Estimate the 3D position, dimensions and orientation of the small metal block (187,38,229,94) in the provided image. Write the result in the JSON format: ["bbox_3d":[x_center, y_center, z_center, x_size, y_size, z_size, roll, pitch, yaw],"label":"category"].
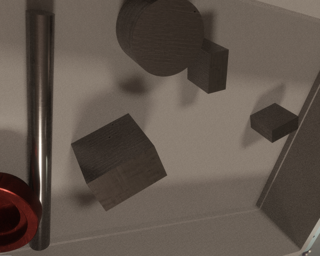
[{"bbox_3d":[0.057,-0.076,0.378,0.025,0.050,0.050,-16,125,-20],"label":"small metal block"}]

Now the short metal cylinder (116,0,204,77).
[{"bbox_3d":[-0.001,-0.101,0.331,0.081,0.050,0.079,-14,125,-21],"label":"short metal cylinder"}]

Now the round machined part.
[{"bbox_3d":[-0.181,0.088,0.341,0.099,0.042,0.097,-3,120,-5],"label":"round machined part"}]

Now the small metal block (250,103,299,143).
[{"bbox_3d":[0.179,-0.009,0.488,0.050,0.050,0.025,-26,128,-13],"label":"small metal block"}]

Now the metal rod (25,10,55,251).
[{"bbox_3d":[-0.135,0.025,0.350,0.025,0.025,0.298,-4,120,-27],"label":"metal rod"}]

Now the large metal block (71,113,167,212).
[{"bbox_3d":[-0.050,0.037,0.370,0.080,0.080,0.050,-29,129,-10],"label":"large metal block"}]
